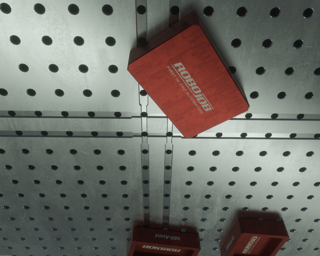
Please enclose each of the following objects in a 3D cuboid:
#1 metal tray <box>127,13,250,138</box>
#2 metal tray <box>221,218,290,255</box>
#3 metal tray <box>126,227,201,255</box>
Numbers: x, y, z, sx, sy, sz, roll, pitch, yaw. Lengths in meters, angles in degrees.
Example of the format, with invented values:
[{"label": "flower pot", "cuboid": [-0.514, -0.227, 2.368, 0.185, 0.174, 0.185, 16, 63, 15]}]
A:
[{"label": "metal tray", "cuboid": [0.036, -0.054, 0.363, 0.090, 0.030, 0.130, -27, 125, 21]}, {"label": "metal tray", "cuboid": [0.180, 0.228, 0.602, 0.091, 0.030, 0.129, 7, 130, -6]}, {"label": "metal tray", "cuboid": [0.004, 0.238, 0.610, 0.131, 0.030, 0.089, 10, 130, -9]}]
